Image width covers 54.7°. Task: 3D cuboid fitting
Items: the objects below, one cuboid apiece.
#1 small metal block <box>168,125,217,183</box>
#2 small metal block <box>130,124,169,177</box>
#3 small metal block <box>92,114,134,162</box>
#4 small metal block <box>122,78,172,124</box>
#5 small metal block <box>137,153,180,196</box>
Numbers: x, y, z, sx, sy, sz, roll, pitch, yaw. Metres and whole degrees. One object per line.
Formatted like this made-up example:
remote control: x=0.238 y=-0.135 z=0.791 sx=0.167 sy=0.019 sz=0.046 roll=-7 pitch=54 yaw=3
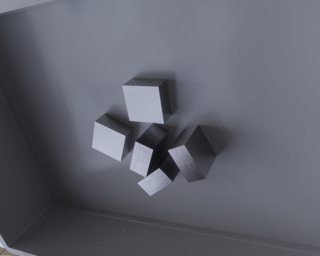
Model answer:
small metal block: x=0.042 y=0.032 z=0.390 sx=0.025 sy=0.050 sz=0.050 roll=-22 pitch=107 yaw=36
small metal block: x=-0.014 y=0.029 z=0.418 sx=0.025 sy=0.050 sz=0.050 roll=25 pitch=127 yaw=13
small metal block: x=-0.069 y=0.014 z=0.454 sx=0.050 sy=0.025 sz=0.050 roll=25 pitch=127 yaw=13
small metal block: x=-0.016 y=-0.035 z=0.395 sx=0.050 sy=0.025 sz=0.050 roll=5 pitch=121 yaw=25
small metal block: x=0.003 y=0.060 z=0.428 sx=0.025 sy=0.050 sz=0.050 roll=46 pitch=129 yaw=-4
